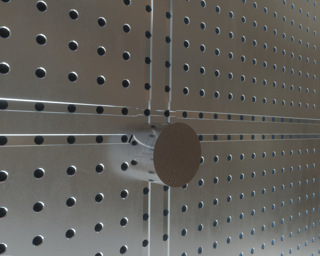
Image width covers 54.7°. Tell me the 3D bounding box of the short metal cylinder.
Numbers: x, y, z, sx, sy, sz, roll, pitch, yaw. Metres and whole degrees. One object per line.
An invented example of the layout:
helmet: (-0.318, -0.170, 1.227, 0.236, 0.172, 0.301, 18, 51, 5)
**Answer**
short metal cylinder: (0.007, 0.033, 0.398, 0.081, 0.050, 0.079, 0, 90, -40)
